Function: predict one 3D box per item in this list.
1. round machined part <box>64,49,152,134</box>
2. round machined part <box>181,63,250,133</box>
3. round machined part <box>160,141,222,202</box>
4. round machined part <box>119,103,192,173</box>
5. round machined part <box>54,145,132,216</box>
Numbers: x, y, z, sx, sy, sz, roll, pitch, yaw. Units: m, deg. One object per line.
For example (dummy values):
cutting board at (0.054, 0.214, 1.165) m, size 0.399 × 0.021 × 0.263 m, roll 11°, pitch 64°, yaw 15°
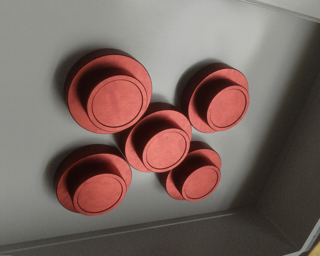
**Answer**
round machined part at (-0.053, -0.035, 0.346) m, size 0.099 × 0.042 × 0.097 m, roll -14°, pitch 125°, yaw -21°
round machined part at (0.081, -0.035, 0.421) m, size 0.099 × 0.042 × 0.097 m, roll -14°, pitch 125°, yaw -21°
round machined part at (0.053, 0.073, 0.472) m, size 0.099 × 0.042 × 0.097 m, roll -14°, pitch 125°, yaw -21°
round machined part at (0.000, 0.020, 0.409) m, size 0.099 × 0.042 × 0.097 m, roll -14°, pitch 125°, yaw -21°
round machined part at (-0.082, 0.073, 0.398) m, size 0.099 × 0.042 × 0.097 m, roll -14°, pitch 125°, yaw -21°
